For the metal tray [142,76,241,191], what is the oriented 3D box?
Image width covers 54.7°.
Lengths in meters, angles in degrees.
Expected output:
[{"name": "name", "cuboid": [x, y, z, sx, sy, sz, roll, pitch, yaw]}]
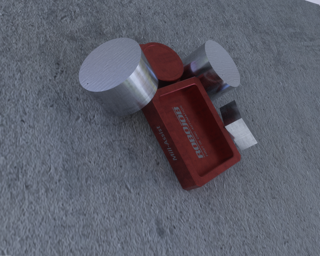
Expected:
[{"name": "metal tray", "cuboid": [0.041, 0.004, 0.407, 0.091, 0.030, 0.130, -24, 84, -37]}]

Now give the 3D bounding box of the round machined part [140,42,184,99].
[{"name": "round machined part", "cuboid": [-0.006, -0.083, 0.443, 0.099, 0.042, 0.098, 14, 56, -21]}]

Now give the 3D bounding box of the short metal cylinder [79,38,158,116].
[{"name": "short metal cylinder", "cuboid": [-0.049, -0.061, 0.373, 0.050, 0.080, 0.080, 54, 32, -51]}]

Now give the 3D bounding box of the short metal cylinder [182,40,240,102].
[{"name": "short metal cylinder", "cuboid": [0.076, -0.084, 0.468, 0.080, 0.050, 0.080, 27, 47, -33]}]

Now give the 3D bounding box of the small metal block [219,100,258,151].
[{"name": "small metal block", "cuboid": [0.112, -0.004, 0.445, 0.050, 0.025, 0.050, 51, 21, -27]}]
